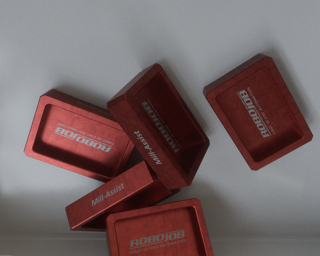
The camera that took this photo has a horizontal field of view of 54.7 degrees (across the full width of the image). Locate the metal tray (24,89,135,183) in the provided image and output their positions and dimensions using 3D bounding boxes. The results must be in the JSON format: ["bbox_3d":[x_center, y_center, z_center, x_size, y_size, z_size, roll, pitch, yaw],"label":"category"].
[{"bbox_3d":[-0.101,0.014,0.412,0.131,0.030,0.089,21,109,-8],"label":"metal tray"}]

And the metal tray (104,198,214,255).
[{"bbox_3d":[-0.001,0.150,0.409,0.131,0.030,0.090,-6,68,-18],"label":"metal tray"}]

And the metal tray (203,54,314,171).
[{"bbox_3d":[0.127,-0.018,0.403,0.090,0.030,0.130,-32,107,10],"label":"metal tray"}]

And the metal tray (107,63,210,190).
[{"bbox_3d":[0.005,-0.002,0.374,0.030,0.090,0.130,-21,112,38],"label":"metal tray"}]

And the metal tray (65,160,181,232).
[{"bbox_3d":[-0.046,0.095,0.414,0.130,0.030,0.090,-32,152,11],"label":"metal tray"}]
